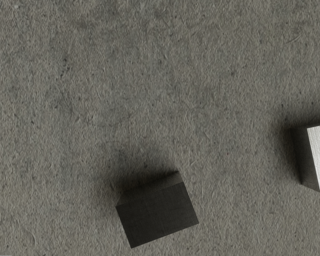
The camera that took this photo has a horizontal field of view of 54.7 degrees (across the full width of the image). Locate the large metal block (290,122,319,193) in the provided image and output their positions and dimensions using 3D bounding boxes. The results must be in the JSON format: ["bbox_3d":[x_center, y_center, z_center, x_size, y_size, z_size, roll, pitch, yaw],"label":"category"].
[{"bbox_3d":[0.225,0.031,0.399,0.080,0.050,0.080,-12,90,0],"label":"large metal block"}]

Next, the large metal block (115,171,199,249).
[{"bbox_3d":[-0.003,0.096,0.382,0.080,0.080,0.050,-20,90,0],"label":"large metal block"}]
